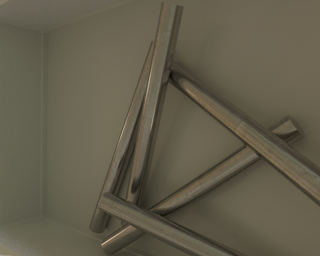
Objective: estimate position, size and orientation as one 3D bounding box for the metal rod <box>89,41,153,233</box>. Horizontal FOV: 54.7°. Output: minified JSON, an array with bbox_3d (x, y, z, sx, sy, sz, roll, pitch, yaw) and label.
[{"bbox_3d":[-0.049,0.024,0.447,0.025,0.025,0.298,32,110,35],"label":"metal rod"}]

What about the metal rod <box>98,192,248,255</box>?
[{"bbox_3d":[0.056,0.132,0.327,0.300,0.025,0.025,17,101,28],"label":"metal rod"}]

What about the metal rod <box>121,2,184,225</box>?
[{"bbox_3d":[-0.014,0.000,0.393,0.025,0.025,0.298,27,115,37],"label":"metal rod"}]

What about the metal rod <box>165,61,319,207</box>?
[{"bbox_3d":[0.086,0.003,0.303,0.300,0.025,0.025,46,118,41],"label":"metal rod"}]

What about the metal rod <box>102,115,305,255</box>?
[{"bbox_3d":[0.030,0.082,0.368,0.299,0.025,0.025,-40,66,28],"label":"metal rod"}]
